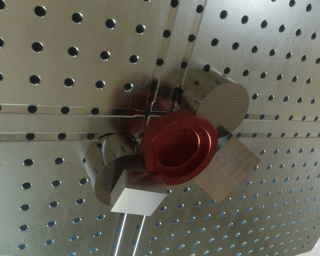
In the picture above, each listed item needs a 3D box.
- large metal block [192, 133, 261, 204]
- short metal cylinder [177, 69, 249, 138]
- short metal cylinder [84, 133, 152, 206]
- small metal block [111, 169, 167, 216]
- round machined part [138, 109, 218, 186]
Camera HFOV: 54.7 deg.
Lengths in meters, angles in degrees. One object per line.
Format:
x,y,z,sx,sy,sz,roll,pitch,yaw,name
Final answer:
0.086,0.050,0.445,0.050,0.080,0.080,43,95,-5,large metal block
0.070,-0.032,0.413,0.081,0.050,0.079,-14,124,-21,short metal cylinder
-0.051,0.054,0.400,0.081,0.050,0.079,-14,124,-21,short metal cylinder
-0.026,0.077,0.364,0.050,0.025,0.050,13,132,-21,small metal block
0.019,0.020,0.385,0.099,0.042,0.097,-14,124,-21,round machined part
